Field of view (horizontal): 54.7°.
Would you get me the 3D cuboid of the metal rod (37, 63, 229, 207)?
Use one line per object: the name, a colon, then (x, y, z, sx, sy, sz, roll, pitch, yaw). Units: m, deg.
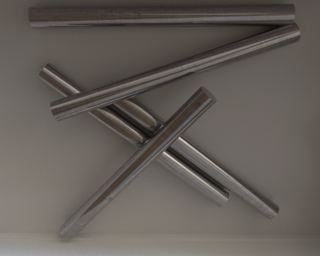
metal rod: (-0.026, 0.016, 0.416, 0.301, 0.025, 0.025, 37, 106, -13)

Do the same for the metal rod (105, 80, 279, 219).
metal rod: (0.049, 0.037, 0.425, 0.301, 0.025, 0.025, 37, 106, -13)

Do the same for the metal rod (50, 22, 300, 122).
metal rod: (0.018, -0.067, 0.369, 0.302, 0.025, 0.025, -19, 109, 0)

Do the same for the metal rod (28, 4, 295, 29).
metal rod: (0.003, -0.131, 0.362, 0.302, 0.025, 0.025, -1, 110, -1)

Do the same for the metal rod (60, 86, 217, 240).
metal rod: (-0.042, 0.059, 0.410, 0.025, 0.025, 0.299, 39, 113, -14)
